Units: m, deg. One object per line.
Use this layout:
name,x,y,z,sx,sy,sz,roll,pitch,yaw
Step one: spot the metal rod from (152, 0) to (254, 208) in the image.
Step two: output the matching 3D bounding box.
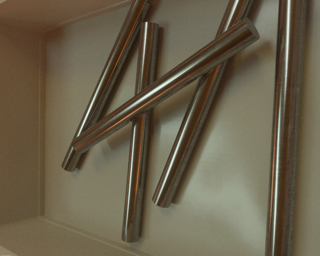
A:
metal rod,0.051,-0.038,0.362,0.025,0.025,0.298,32,109,35

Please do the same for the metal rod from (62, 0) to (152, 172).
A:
metal rod,-0.090,-0.054,0.478,0.025,0.025,0.298,43,116,31

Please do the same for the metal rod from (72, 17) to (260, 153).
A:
metal rod,-0.017,-0.035,0.384,0.299,0.025,0.025,-30,71,35

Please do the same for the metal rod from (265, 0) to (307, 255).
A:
metal rod,0.123,0.014,0.304,0.025,0.025,0.298,4,93,39

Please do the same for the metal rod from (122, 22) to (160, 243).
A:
metal rod,-0.027,0.009,0.427,0.025,0.025,0.298,9,96,39
